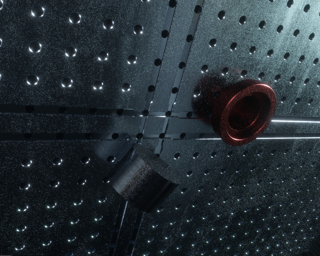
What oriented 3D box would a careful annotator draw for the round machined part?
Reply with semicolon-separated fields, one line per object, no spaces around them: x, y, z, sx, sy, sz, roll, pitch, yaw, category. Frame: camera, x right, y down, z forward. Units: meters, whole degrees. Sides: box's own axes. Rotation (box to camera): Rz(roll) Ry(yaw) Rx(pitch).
0.116;-0.026;0.450;0.099;0.042;0.097;-14;125;-21;round machined part

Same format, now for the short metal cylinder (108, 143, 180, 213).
-0.021;0.064;0.406;0.080;0.080;0.050;34;99;-39;short metal cylinder
